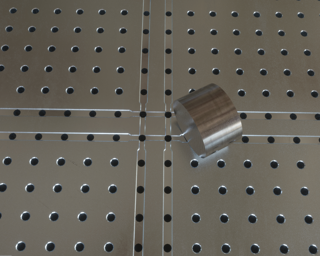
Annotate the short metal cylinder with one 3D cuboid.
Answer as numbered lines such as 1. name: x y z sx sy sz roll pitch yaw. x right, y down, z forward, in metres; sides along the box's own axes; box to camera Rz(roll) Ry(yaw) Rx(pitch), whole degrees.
1. short metal cylinder: 0.058 -0.009 0.387 0.050 0.080 0.080 -26 73 -9
